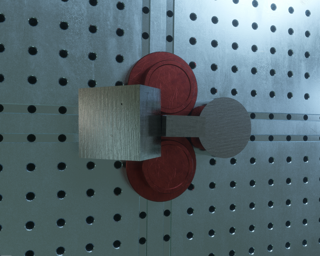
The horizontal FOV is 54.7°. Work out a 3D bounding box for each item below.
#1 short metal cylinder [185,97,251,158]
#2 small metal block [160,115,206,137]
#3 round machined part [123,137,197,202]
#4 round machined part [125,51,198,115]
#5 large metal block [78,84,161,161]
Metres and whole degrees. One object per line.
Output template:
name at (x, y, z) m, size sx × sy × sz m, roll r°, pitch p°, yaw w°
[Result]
short metal cylinder at (0.077, -0.001, 0.426) m, size 0.081 × 0.050 × 0.080 m, roll 0°, pitch 90°, yaw -20°
small metal block at (0.022, -0.002, 0.384) m, size 0.050 × 0.050 × 0.025 m, roll 1°, pitch 90°, yaw -20°
round machined part at (0.004, 0.048, 0.405) m, size 0.099 × 0.042 × 0.097 m, roll 0°, pitch 90°, yaw -20°
round machined part at (0.006, -0.052, 0.406) m, size 0.099 × 0.042 × 0.097 m, roll 0°, pitch 90°, yaw -20°
large metal block at (-0.046, -0.006, 0.360) m, size 0.050 × 0.080 × 0.080 m, roll -1°, pitch 91°, yaw -65°
